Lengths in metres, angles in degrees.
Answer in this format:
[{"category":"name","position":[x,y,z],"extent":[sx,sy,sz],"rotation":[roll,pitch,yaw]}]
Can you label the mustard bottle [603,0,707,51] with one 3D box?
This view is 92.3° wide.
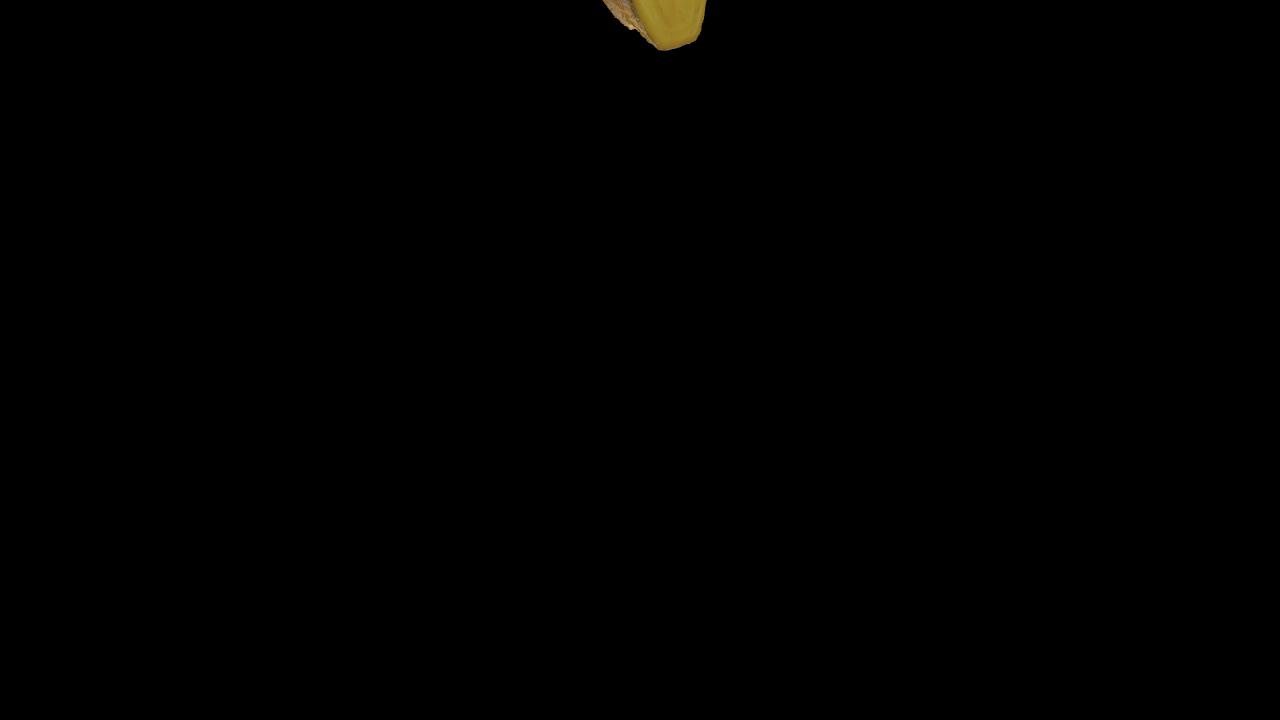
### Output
[{"category":"mustard bottle","position":[-0.007,-0.298,0.462],"extent":[0.054,0.092,0.184],"rotation":[-25,40,-1]}]
